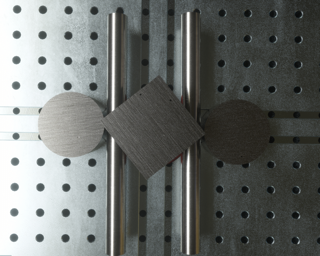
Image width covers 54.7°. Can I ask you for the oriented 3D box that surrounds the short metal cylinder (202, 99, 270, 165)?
[{"bbox_3d":[0.094,0.005,0.401,0.081,0.050,0.080,0,90,0],"label":"short metal cylinder"}]

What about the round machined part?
[{"bbox_3d":[-0.008,0.003,0.405,0.099,0.042,0.097,0,90,0],"label":"round machined part"}]

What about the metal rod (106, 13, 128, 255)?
[{"bbox_3d":[-0.055,0.008,0.392,0.025,0.025,0.298,0,90,0],"label":"metal rod"}]

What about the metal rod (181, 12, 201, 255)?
[{"bbox_3d":[0.039,0.007,0.392,0.025,0.025,0.298,0,90,0],"label":"metal rod"}]

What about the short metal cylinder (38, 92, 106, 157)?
[{"bbox_3d":[-0.108,-0.004,0.400,0.081,0.050,0.080,0,90,0],"label":"short metal cylinder"}]

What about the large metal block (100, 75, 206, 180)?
[{"bbox_3d":[-0.008,-0.001,0.353,0.080,0.050,0.080,-38,90,0],"label":"large metal block"}]
